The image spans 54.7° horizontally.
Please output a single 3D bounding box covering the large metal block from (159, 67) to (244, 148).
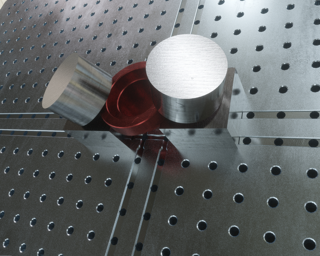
[{"bbox_3d":[0.053,-0.023,0.378,0.080,0.050,0.080,-1,61,28],"label":"large metal block"}]

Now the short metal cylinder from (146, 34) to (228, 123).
[{"bbox_3d":[0.028,-0.052,0.328,0.080,0.050,0.080,-2,63,4],"label":"short metal cylinder"}]

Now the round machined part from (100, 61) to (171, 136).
[{"bbox_3d":[-0.024,-0.033,0.393,0.098,0.042,0.098,-13,56,21],"label":"round machined part"}]

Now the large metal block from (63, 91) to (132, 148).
[{"bbox_3d":[-0.079,-0.020,0.446,0.080,0.050,0.080,1,62,28],"label":"large metal block"}]

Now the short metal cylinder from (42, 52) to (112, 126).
[{"bbox_3d":[-0.106,-0.049,0.397,0.080,0.050,0.080,-31,43,34],"label":"short metal cylinder"}]
